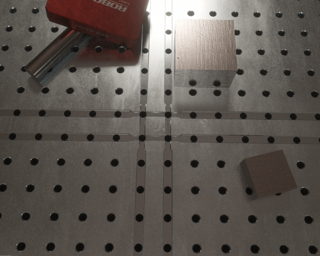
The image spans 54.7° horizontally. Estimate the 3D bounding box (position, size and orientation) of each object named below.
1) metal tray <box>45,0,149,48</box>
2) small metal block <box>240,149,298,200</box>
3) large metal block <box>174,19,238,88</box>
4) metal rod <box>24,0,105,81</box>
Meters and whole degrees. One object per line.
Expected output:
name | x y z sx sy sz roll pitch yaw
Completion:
metal tray | -0.086 -0.180 0.449 0.131 0.030 0.090 16 78 -12
small metal block | 0.136 0.059 0.392 0.050 0.025 0.050 -13 71 -5
large metal block | 0.061 -0.104 0.437 0.081 0.050 0.080 1 70 0
metal rod | -0.089 -0.187 0.478 0.025 0.025 0.300 37 74 12
